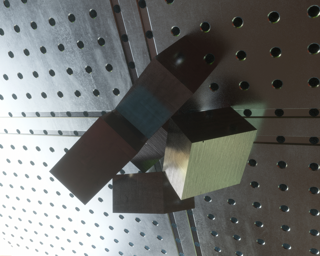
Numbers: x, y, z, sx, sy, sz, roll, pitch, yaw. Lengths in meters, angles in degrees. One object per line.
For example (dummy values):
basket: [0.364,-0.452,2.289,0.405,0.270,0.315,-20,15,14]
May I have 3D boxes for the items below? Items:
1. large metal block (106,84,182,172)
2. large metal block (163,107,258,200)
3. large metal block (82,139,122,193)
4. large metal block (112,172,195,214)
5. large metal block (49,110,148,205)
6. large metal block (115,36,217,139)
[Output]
large metal block: [-0.019,0.000,0.407,0.080,0.050,0.080,43,129,-2]
large metal block: [0.054,0.027,0.355,0.050,0.081,0.079,-127,35,-47]
large metal block: [-0.085,0.038,0.443,0.050,0.080,0.080,44,129,-2]
large metal block: [-0.008,0.088,0.425,0.080,0.080,0.050,-9,78,32]
large metal block: [-0.061,0.026,0.343,0.050,0.080,0.080,44,104,-2]
large metal block: [0.008,-0.046,0.344,0.050,0.080,0.080,43,129,-2]
